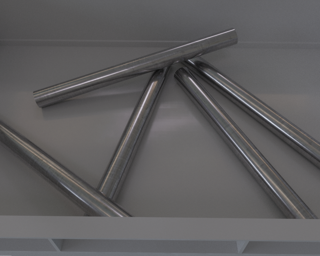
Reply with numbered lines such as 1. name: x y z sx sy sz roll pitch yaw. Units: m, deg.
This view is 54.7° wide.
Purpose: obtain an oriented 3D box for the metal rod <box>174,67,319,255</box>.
1. metal rod: 0.100 0.020 0.388 0.025 0.025 0.300 -21 53 -17

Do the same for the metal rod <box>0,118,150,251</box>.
1. metal rod: -0.134 0.039 0.350 0.300 0.025 0.025 27 55 29

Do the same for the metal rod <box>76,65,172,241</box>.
1. metal rod: -0.031 -0.002 0.405 0.025 0.025 0.300 13 51 10

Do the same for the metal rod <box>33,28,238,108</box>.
1. metal rod: -0.031 -0.089 0.451 0.302 0.025 0.025 -19 52 -5

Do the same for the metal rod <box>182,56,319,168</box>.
1. metal rod: 0.127 -0.034 0.434 0.025 0.025 0.300 -31 57 -23
